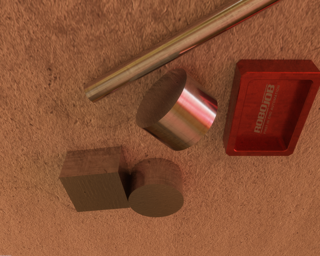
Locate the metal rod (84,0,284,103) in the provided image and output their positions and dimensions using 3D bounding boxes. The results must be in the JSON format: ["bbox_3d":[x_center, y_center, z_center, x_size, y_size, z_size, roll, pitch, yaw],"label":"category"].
[{"bbox_3d":[0.046,-0.101,0.320,0.300,0.025,0.025,-25,126,19],"label":"metal rod"}]

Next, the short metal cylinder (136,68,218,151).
[{"bbox_3d":[0.018,-0.021,0.353,0.050,0.080,0.080,37,121,-27],"label":"short metal cylinder"}]

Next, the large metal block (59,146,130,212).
[{"bbox_3d":[-0.089,0.076,0.455,0.080,0.050,0.080,-6,130,5],"label":"large metal block"}]

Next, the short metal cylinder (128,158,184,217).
[{"bbox_3d":[-0.006,0.091,0.468,0.081,0.050,0.079,0,130,0],"label":"short metal cylinder"}]

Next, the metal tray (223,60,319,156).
[{"bbox_3d":[0.134,-0.020,0.387,0.091,0.030,0.129,0,130,-1],"label":"metal tray"}]
